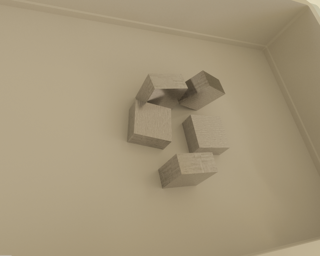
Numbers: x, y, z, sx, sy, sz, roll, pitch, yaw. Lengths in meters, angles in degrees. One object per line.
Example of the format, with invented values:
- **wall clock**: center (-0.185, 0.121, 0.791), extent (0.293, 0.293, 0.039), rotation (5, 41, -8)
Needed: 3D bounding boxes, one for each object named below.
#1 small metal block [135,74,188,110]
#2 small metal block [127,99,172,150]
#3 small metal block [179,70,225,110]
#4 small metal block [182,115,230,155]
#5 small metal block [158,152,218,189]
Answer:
- **small metal block**: center (0.001, -0.047, 0.418), extent (0.050, 0.050, 0.025), rotation (-5, 60, -30)
- **small metal block**: center (-0.013, -0.004, 0.401), extent (0.050, 0.025, 0.050), rotation (13, 57, -21)
- **small metal block**: center (0.057, -0.052, 0.440), extent (0.050, 0.050, 0.025), rotation (12, 53, -54)
- **small metal block**: center (0.064, 0.010, 0.433), extent (0.050, 0.025, 0.050), rotation (2, 61, -27)
- **small metal block**: center (0.033, 0.052, 0.376), extent (0.050, 0.050, 0.025), rotation (1, 62, -28)
